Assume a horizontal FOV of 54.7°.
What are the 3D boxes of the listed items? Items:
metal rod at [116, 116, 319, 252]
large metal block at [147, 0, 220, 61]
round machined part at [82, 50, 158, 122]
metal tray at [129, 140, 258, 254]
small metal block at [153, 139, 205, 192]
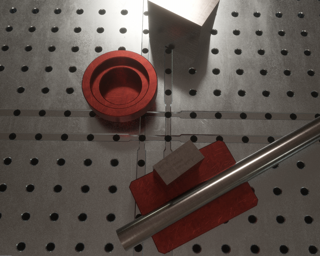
[{"bbox_3d":[0.091,0.054,0.360,0.302,0.025,0.025,-27,73,-10],"label":"metal rod"},{"bbox_3d":[0.031,-0.153,0.439,0.080,0.080,0.050,29,73,10],"label":"large metal block"},{"bbox_3d":[-0.052,-0.053,0.421,0.099,0.042,0.098,0,70,-1],"label":"round machined part"},{"bbox_3d":[0.039,0.082,0.380,0.131,0.030,0.090,-24,72,-9],"label":"metal tray"},{"bbox_3d":[0.020,0.044,0.350,0.050,0.050,0.025,-35,74,-12],"label":"small metal block"}]
